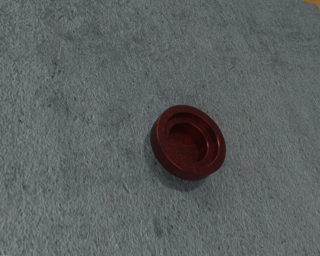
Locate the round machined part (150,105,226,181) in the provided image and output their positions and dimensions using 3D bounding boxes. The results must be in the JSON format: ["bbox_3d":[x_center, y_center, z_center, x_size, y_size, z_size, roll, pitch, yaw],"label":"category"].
[{"bbox_3d":[0.032,0.022,0.400,0.099,0.042,0.098,14,56,-21],"label":"round machined part"}]
